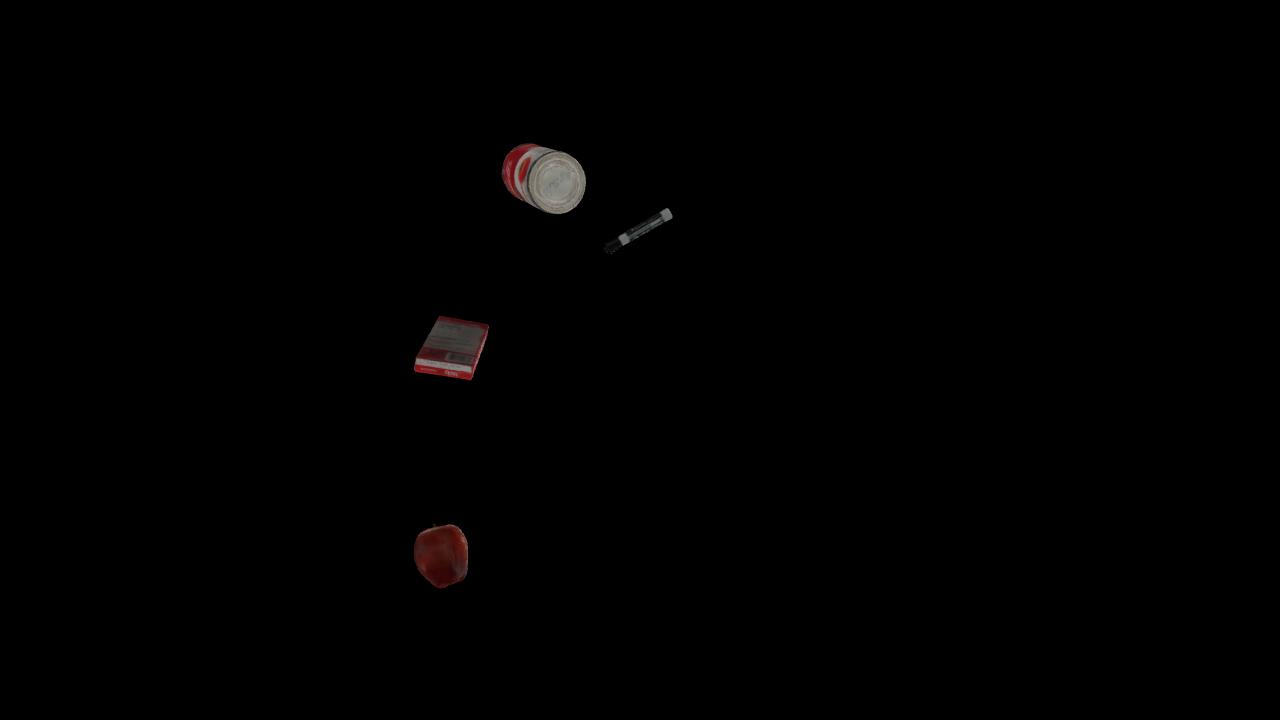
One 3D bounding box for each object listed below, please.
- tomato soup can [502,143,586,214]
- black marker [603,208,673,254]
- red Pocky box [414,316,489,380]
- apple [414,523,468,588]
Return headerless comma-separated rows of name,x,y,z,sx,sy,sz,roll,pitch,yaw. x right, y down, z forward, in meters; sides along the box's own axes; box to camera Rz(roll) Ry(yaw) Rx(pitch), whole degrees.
tomato soup can,-0.109,-0.205,0.694,0.068,0.068,0.101,0,21,-30
black marker,-0.004,-0.204,0.977,0.121,0.020,0.020,-31,2,-3
red Pocky box,-0.286,-0.021,0.947,0.083,0.028,0.155,9,26,-9
apple,-0.294,0.288,0.910,0.079,0.093,0.079,-19,-13,-5
